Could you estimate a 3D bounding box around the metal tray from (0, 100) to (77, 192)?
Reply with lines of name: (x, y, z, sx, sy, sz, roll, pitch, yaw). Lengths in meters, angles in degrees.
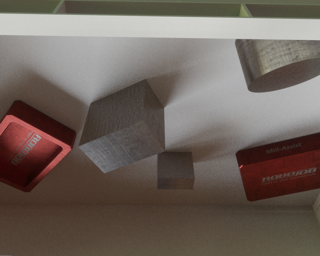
metal tray: (-0.190, 0.031, 0.429, 0.090, 0.030, 0.130, 34, 122, -26)

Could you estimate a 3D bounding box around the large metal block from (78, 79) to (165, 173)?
large metal block: (-0.042, -0.003, 0.370, 0.080, 0.080, 0.050, -22, 127, 17)

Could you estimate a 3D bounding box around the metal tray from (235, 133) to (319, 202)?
metal tray: (0.187, 0.060, 0.460, 0.130, 0.030, 0.090, -14, 129, 11)

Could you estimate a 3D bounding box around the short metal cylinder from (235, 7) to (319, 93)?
short metal cylinder: (0.121, -0.073, 0.307, 0.081, 0.050, 0.080, -11, 168, -2)

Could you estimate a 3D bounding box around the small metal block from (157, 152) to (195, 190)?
small metal block: (0.021, 0.061, 0.445, 0.050, 0.050, 0.025, 1, 130, -2)
